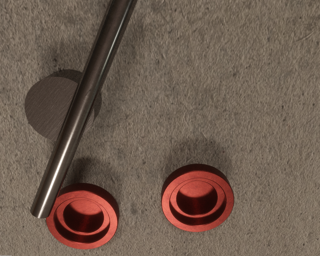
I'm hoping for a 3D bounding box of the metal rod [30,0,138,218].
[{"bbox_3d":[-0.089,-0.021,0.347,0.025,0.025,0.298,23,108,-9],"label":"metal rod"}]

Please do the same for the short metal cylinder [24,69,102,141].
[{"bbox_3d":[-0.117,-0.029,0.384,0.081,0.050,0.079,0,110,-1],"label":"short metal cylinder"}]

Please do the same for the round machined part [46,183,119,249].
[{"bbox_3d":[-0.107,0.121,0.444,0.099,0.042,0.097,0,110,-1],"label":"round machined part"}]

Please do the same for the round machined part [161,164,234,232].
[{"bbox_3d":[0.051,0.093,0.436,0.099,0.042,0.097,0,110,-1],"label":"round machined part"}]
